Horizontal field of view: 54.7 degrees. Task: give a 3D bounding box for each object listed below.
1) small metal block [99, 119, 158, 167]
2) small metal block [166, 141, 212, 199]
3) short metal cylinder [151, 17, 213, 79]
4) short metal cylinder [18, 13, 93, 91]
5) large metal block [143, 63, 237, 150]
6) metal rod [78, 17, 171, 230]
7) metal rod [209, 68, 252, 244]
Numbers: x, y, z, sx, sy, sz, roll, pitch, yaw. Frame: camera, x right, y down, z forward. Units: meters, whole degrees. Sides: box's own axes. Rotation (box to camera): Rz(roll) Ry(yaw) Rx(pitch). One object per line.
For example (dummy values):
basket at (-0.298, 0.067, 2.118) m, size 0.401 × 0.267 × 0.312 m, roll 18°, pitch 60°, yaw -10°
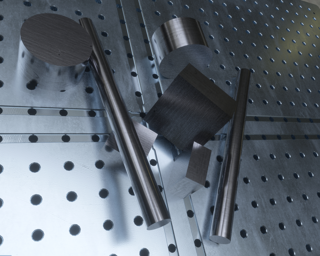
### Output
small metal block at (-0.038, 0.019, 0.376) m, size 0.050 × 0.025 × 0.050 m, roll 31°, pitch 52°, yaw -8°
small metal block at (0.035, 0.052, 0.379) m, size 0.025 × 0.050 × 0.050 m, roll 27°, pitch 53°, yaw -11°
short metal cylinder at (0.032, -0.117, 0.461) m, size 0.081 × 0.080 × 0.050 m, roll -1°, pitch 62°, yaw -29°
short metal cylinder at (-0.129, -0.092, 0.379) m, size 0.081 × 0.050 × 0.080 m, roll 14°, pitch 56°, yaw -21°
large metal block at (0.039, -0.022, 0.400) m, size 0.080 × 0.080 × 0.050 m, roll 39°, pitch 33°, yaw -2°
metal rod at (-0.054, -0.027, 0.367) m, size 0.025 × 0.025 × 0.299 m, roll -5°, pitch 55°, yaw -30°
metal rod at (0.109, 0.018, 0.455) m, size 0.025 × 0.025 × 0.300 m, roll 27°, pitch 52°, yaw -11°
